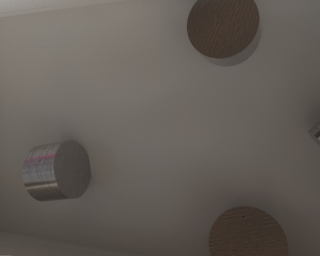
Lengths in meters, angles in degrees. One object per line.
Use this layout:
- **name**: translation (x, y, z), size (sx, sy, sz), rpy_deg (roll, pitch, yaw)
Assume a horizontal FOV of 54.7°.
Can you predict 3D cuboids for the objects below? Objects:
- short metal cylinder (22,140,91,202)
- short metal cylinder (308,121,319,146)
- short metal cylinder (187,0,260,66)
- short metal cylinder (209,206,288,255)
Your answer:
- **short metal cylinder**: translation (-0.141, 0.060, 0.431), size (0.050, 0.080, 0.080), rpy_deg (-10, 87, 20)
- **short metal cylinder**: translation (0.199, 0.016, 0.311), size (0.050, 0.080, 0.080), rpy_deg (-45, 76, 15)
- **short metal cylinder**: translation (0.078, -0.118, 0.370), size (0.080, 0.050, 0.080), rpy_deg (0, 90, 20)
- **short metal cylinder**: translation (0.096, 0.133, 0.346), size (0.080, 0.050, 0.080), rpy_deg (-4, 61, 8)
